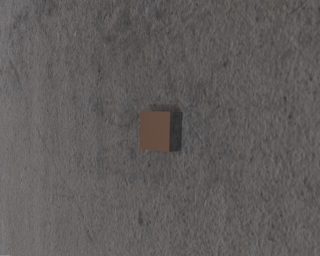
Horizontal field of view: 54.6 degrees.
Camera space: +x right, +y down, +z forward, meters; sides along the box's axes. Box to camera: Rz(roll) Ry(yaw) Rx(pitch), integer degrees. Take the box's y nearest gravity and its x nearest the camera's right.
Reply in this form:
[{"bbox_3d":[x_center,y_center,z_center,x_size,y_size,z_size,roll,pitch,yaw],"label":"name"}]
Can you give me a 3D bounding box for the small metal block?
[{"bbox_3d":[0.001,0.004,0.405,0.050,0.025,0.050,3,92,40],"label":"small metal block"}]
